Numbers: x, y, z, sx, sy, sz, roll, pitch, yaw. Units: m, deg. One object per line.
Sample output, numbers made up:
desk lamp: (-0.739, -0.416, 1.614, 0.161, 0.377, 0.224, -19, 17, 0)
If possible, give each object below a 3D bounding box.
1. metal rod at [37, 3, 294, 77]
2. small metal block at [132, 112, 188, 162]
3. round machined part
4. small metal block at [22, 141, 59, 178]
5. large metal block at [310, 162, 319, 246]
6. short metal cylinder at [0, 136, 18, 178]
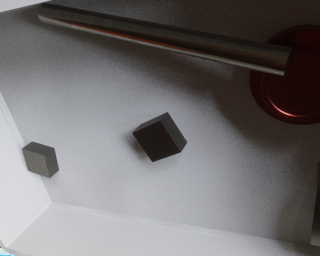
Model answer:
metal rod: (-0.018, -0.101, 0.327, 0.301, 0.025, 0.025, 20, 126, 26)
small metal block: (0.000, 0.013, 0.416, 0.050, 0.025, 0.050, -24, 106, 36)
round machined part: (0.136, -0.045, 0.298, 0.098, 0.042, 0.097, 13, 124, 20)
small metal block: (-0.213, 0.057, 0.553, 0.050, 0.025, 0.050, 13, 124, 20)
large metal block: (0.212, 0.089, 0.336, 0.080, 0.050, 0.079, 5, 121, 25)
short metal cylinder: (-0.327, 0.058, 0.600, 0.080, 0.050, 0.079, 13, 124, 20)
